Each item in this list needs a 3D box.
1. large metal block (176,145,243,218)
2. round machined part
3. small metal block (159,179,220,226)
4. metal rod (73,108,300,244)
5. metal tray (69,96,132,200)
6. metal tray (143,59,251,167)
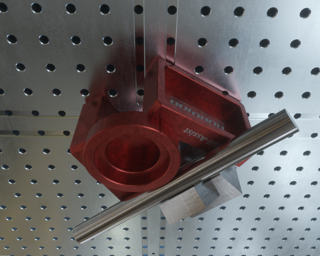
[{"bbox_3d":[0.058,0.064,0.427,0.080,0.080,0.050,-34,123,25],"label":"large metal block"},{"bbox_3d":[-0.028,0.021,0.327,0.099,0.042,0.097,-1,130,0],"label":"round machined part"},{"bbox_3d":[0.035,0.084,0.360,0.050,0.050,0.025,-35,78,25],"label":"small metal block"},{"bbox_3d":[0.009,0.067,0.350,0.299,0.025,0.025,-33,123,24],"label":"metal rod"},{"bbox_3d":[-0.054,0.034,0.396,0.030,0.090,0.130,-23,127,18],"label":"metal tray"},{"bbox_3d":[0.045,-0.018,0.353,0.131,0.090,0.030,25,127,-20],"label":"metal tray"}]
